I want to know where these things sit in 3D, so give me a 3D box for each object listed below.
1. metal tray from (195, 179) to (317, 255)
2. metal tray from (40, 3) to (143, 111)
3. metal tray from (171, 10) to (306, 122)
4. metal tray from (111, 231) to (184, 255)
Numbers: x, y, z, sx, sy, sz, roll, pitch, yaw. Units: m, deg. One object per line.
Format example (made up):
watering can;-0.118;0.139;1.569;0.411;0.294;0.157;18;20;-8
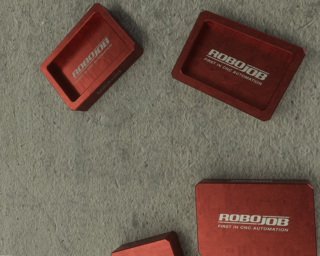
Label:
metal tray;0.111;0.108;0.367;0.130;0.030;0.089;-3;89;19
metal tray;-0.099;-0.097;0.441;0.130;0.030;0.090;-43;77;15
metal tray;0.091;-0.075;0.374;0.130;0.030;0.090;29;99;17
metal tray;-0.002;0.213;0.407;0.090;0.030;0.129;-22;83;18
